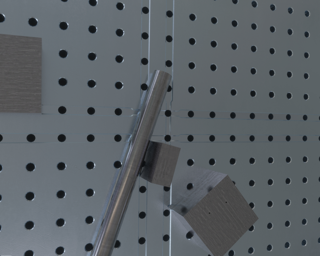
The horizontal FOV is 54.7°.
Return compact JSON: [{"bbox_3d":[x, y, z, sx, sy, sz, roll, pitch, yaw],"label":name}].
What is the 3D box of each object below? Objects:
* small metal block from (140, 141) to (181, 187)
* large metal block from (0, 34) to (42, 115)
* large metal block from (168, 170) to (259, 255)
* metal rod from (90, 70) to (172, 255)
[{"bbox_3d":[-0.001,0.045,0.399,0.025,0.050,0.050,17,84,-19],"label":"small metal block"},{"bbox_3d":[-0.171,-0.056,0.336,0.081,0.050,0.079,0,90,-20],"label":"large metal block"},{"bbox_3d":[0.073,0.117,0.427,0.080,0.050,0.080,-40,103,-16],"label":"large metal block"},{"bbox_3d":[-0.043,0.068,0.396,0.025,0.025,0.299,21,83,-19],"label":"metal rod"}]
